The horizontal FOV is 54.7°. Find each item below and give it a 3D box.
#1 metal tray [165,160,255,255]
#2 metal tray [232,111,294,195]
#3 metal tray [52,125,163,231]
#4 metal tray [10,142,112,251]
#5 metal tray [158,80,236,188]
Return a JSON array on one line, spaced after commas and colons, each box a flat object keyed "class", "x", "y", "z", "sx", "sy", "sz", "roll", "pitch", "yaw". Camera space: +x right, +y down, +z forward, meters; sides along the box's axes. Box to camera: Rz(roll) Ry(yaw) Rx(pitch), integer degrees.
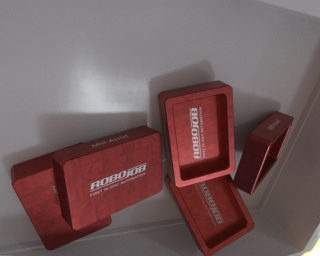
[{"class": "metal tray", "x": 0.075, "y": 0.114, "z": 0.472, "sx": 0.090, "sy": 0.030, "sz": 0.130, "roll": -27, "pitch": 93, "yaw": -11}, {"class": "metal tray", "x": 0.160, "y": 0.034, "z": 0.474, "sx": 0.131, "sy": 0.030, "sz": 0.089, "roll": -27, "pitch": 135, "yaw": -50}, {"class": "metal tray", "x": -0.057, "y": 0.057, "z": 0.380, "sx": 0.131, "sy": 0.030, "sz": 0.089, "roll": -17, "pitch": 116, "yaw": -35}, {"class": "metal tray", "x": -0.120, "y": 0.090, "z": 0.395, "sx": 0.091, "sy": 0.030, "sz": 0.129, "roll": -20, "pitch": 126, "yaw": -17}, {"class": "metal tray", "x": 0.052, "y": 0.009, "z": 0.415, "sx": 0.091, "sy": 0.030, "sz": 0.129, "roll": -13, "pitch": 114, "yaw": -12}]
